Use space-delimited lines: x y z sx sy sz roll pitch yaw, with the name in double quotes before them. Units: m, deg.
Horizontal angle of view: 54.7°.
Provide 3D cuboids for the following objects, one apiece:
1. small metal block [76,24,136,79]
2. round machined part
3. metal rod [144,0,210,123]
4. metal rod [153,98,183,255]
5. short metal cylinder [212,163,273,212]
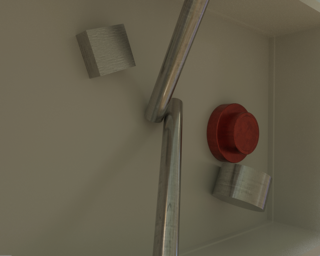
"small metal block" -0.061 -0.089 0.356 0.050 0.025 0.050 -26 107 -37
"round machined part" 0.124 0.008 0.503 0.099 0.042 0.097 0 90 -40
"metal rod" 0.038 -0.133 0.329 0.025 0.025 0.298 -9 132 -40
"metal rod" 0.009 0.082 0.332 0.025 0.025 0.300 39 40 -34
"short metal cylinder" 0.128 0.093 0.481 0.080 0.080 0.050 32 70 -36
